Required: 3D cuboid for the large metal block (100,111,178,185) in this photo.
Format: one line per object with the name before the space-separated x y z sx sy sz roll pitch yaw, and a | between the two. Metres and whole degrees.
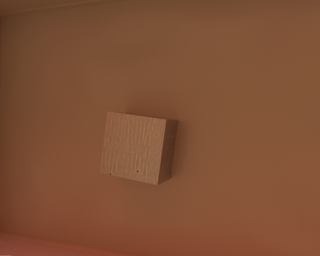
large metal block | -0.026 0.024 0.407 0.080 0.050 0.080 9 93 20
